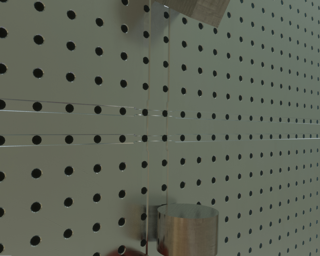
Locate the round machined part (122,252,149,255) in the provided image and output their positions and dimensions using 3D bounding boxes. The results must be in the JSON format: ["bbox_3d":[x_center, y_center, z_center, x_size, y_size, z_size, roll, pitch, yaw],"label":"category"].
[{"bbox_3d":[-0.028,0.207,0.377,0.099,0.042,0.097,0,90,-40],"label":"round machined part"}]

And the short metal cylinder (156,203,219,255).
[{"bbox_3d":[0.036,0.133,0.406,0.081,0.080,0.050,3,88,-40],"label":"short metal cylinder"}]

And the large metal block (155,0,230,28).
[{"bbox_3d":[0.049,-0.185,0.396,0.050,0.080,0.079,3,120,-40],"label":"large metal block"}]
